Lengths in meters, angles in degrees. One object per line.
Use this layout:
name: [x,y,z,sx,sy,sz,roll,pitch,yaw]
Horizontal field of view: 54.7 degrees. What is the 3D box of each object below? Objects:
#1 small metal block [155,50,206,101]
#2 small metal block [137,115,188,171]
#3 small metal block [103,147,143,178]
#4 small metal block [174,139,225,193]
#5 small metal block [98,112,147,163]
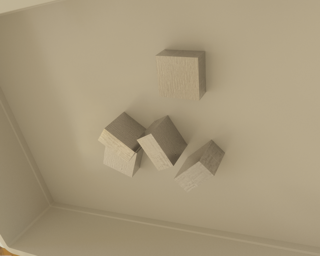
small metal block: [0.025,-0.062,0.357,0.050,0.025,0.050,8,122,23]
small metal block: [0.004,0.019,0.402,0.025,0.050,0.050,-25,105,37]
small metal block: [-0.054,0.039,0.461,0.050,0.025,0.050,24,127,13]
small metal block: [0.051,0.048,0.396,0.025,0.050,0.050,45,129,-3]
small metal block: [-0.047,0.012,0.425,0.050,0.050,0.025,38,129,2]
